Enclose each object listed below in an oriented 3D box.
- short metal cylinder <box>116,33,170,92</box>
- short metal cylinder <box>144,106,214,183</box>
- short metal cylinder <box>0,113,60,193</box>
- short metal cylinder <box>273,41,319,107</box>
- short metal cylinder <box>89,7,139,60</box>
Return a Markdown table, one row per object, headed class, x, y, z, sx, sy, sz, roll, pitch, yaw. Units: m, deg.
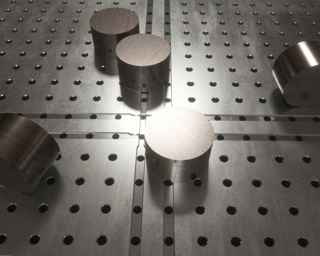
| class | x | y | z | sx | sy | sz | roll | pitch | yaw |
| --- | --- | --- | --- | --- | --- | --- | --- | --- | --- |
| short metal cylinder | -0.025 | -0.101 | 0.476 | 0.081 | 0.050 | 0.080 | 0 | 50 | 0 |
| short metal cylinder | 0.022 | 0.020 | 0.375 | 0.081 | 0.050 | 0.080 | 0 | 50 | 0 |
| short metal cylinder | -0.162 | 0.029 | 0.346 | 0.080 | 0.080 | 0.050 | 15 | 52 | 12 |
| short metal cylinder | 0.207 | -0.075 | 0.438 | 0.081 | 0.080 | 0.050 | -3 | 50 | -3 |
| short metal cylinder | -0.075 | -0.161 | 0.526 | 0.081 | 0.050 | 0.080 | 0 | 50 | 0 |
